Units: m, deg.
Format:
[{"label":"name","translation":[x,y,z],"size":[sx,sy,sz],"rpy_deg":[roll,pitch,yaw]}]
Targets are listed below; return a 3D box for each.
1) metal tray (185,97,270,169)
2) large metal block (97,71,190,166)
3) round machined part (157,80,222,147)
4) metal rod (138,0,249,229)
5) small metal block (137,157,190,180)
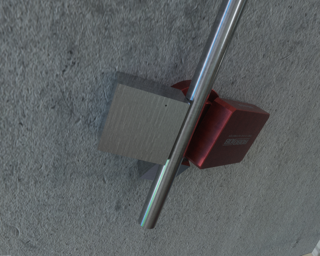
[{"label":"metal tray","translation":[0.098,0.008,0.435],"size":[0.131,0.030,0.089],"rpy_deg":[2,121,-52]},{"label":"large metal block","translation":[-0.022,-0.011,0.359],"size":[0.081,0.050,0.079],"rpy_deg":[15,112,-15]},{"label":"round machined part","translation":[0.042,-0.011,0.413],"size":[0.099,0.042,0.097],"rpy_deg":[-14,124,-21]},{"label":"metal rod","translation":[0.031,-0.005,0.368],"size":[0.025,0.025,0.298],"rpy_deg":[8,112,-32]},{"label":"small metal block","translation":[0.005,0.050,0.429],"size":[0.050,0.025,0.050],"rpy_deg":[17,135,-35]}]
